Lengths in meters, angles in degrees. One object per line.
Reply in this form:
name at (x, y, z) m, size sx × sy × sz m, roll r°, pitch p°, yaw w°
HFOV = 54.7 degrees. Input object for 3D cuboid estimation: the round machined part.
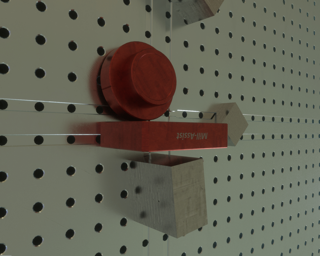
round machined part at (-0.018, -0.058, 0.376) m, size 0.099 × 0.042 × 0.097 m, roll 6°, pitch 80°, yaw -40°

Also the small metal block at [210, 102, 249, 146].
small metal block at (0.112, -0.006, 0.503) m, size 0.050 × 0.025 × 0.050 m, roll -52°, pitch 121°, yaw -27°

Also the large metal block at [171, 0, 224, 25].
large metal block at (0.053, -0.209, 0.436) m, size 0.080 × 0.050 × 0.080 m, roll 45°, pitch 63°, yaw -31°

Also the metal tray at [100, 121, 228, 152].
metal tray at (0.007, 0.008, 0.372) m, size 0.131 × 0.090 × 0.030 m, roll 1°, pitch 90°, yaw -40°

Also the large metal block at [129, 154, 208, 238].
large metal block at (0.009, 0.078, 0.381) m, size 0.050 × 0.080 × 0.079 m, roll -8°, pitch 96°, yaw -40°
